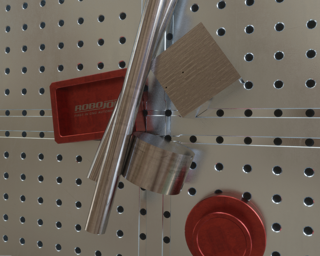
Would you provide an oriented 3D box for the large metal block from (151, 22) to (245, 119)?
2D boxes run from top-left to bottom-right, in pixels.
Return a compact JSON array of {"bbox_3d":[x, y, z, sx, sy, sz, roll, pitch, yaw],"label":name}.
[{"bbox_3d":[0.046,-0.067,0.383,0.080,0.050,0.080,-35,79,16],"label":"large metal block"}]

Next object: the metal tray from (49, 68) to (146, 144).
[{"bbox_3d":[-0.090,-0.028,0.440,0.130,0.030,0.089,-7,88,19],"label":"metal tray"}]

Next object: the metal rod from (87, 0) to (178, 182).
[{"bbox_3d":[-0.026,-0.075,0.394,0.025,0.025,0.299,20,86,18],"label":"metal rod"}]

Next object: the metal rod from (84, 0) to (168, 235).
[{"bbox_3d":[-0.038,-0.025,0.366,0.025,0.025,0.298,14,89,19],"label":"metal rod"}]

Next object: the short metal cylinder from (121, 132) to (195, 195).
[{"bbox_3d":[-0.003,0.042,0.384,0.080,0.080,0.050,22,97,18],"label":"short metal cylinder"}]

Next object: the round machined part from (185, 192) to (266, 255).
[{"bbox_3d":[0.077,0.131,0.376,0.098,0.042,0.097,0,90,19],"label":"round machined part"}]
